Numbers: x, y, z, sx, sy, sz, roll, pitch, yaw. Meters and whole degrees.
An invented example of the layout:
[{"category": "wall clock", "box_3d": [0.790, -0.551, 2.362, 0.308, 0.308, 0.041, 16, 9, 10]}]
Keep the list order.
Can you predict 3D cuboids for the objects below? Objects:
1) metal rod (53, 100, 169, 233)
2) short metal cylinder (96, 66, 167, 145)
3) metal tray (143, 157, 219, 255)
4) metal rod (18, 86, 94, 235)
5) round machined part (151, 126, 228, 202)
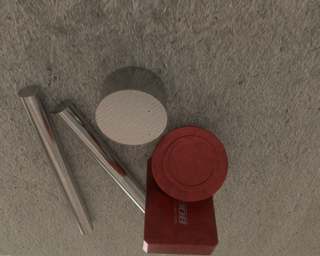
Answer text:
[{"category": "metal rod", "box_3d": [-0.056, 0.076, 0.471, 0.025, 0.025, 0.299, -21, 128, 16]}, {"category": "short metal cylinder", "box_3d": [-0.032, -0.026, 0.369, 0.081, 0.050, 0.079, 0, 130, 0]}, {"category": "metal tray", "box_3d": [0.025, 0.102, 0.424, 0.091, 0.130, 0.030, 3, 137, -3]}, {"category": "metal rod", "box_3d": [-0.144, 0.070, 0.464, 0.025, 0.025, 0.298, -4, 130, 3]}, {"category": "round machined part", "box_3d": [0.038, 0.045, 0.397, 0.099, 0.098, 0.042, -1, 171, 1]}]
